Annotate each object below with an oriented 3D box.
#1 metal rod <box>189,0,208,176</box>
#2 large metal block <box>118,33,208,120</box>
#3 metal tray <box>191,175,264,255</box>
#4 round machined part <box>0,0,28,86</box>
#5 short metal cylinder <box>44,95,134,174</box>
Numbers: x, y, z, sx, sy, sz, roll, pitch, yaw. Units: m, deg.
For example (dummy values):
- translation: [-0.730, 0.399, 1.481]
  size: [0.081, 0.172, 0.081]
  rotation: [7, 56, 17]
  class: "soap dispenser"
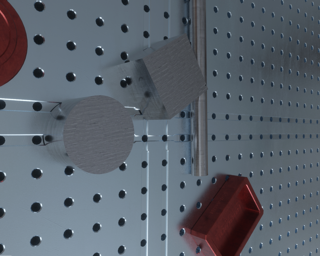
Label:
- translation: [0.057, -0.079, 0.458]
  size: [0.025, 0.025, 0.298]
  rotation: [-2, 91, -40]
  class: "metal rod"
- translation: [0.007, -0.065, 0.400]
  size: [0.080, 0.050, 0.080]
  rotation: [-39, 114, -33]
  class: "large metal block"
- translation: [0.114, 0.152, 0.504]
  size: [0.131, 0.030, 0.090]
  rotation: [-45, 117, -31]
  class: "metal tray"
- translation: [-0.163, -0.079, 0.262]
  size: [0.099, 0.042, 0.097]
  rotation: [0, 90, -40]
  class: "round machined part"
- translation: [-0.075, 0.007, 0.331]
  size: [0.081, 0.050, 0.079]
  rotation: [0, 90, -40]
  class: "short metal cylinder"
